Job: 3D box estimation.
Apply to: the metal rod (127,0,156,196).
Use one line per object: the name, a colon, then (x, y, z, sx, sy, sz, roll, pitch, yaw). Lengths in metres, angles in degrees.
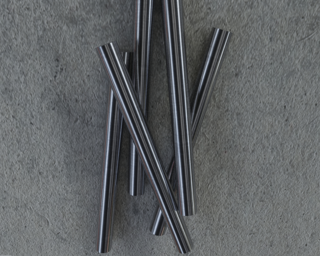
metal rod: (-0.024, -0.049, 0.391, 0.025, 0.025, 0.298, 3, 110, -1)

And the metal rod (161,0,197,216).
metal rod: (0.024, -0.034, 0.378, 0.025, 0.025, 0.298, -5, 103, 2)

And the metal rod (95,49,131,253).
metal rod: (-0.067, 0.045, 0.425, 0.025, 0.025, 0.298, 7, 110, -3)

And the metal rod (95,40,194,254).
metal rod: (-0.012, 0.039, 0.395, 0.025, 0.025, 0.298, -18, 109, 6)

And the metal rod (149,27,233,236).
metal rod: (0.035, 0.019, 0.416, 0.025, 0.025, 0.298, 14, 109, -5)
